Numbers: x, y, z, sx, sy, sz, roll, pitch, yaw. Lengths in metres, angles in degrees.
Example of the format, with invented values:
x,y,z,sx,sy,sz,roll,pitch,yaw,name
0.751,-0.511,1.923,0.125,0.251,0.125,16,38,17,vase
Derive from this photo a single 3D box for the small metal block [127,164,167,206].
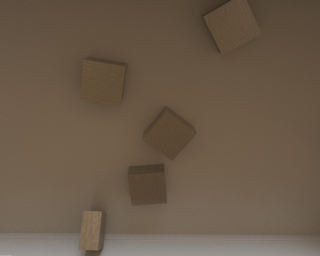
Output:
x,y,z,sx,sy,sz,roll,pitch,yaw,name
-0.017,0.081,0.441,0.050,0.025,0.050,-5,110,1,small metal block

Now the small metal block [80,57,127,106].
x,y,z,sx,sy,sz,roll,pitch,yaw,name
-0.070,-0.059,0.389,0.050,0.025,0.050,9,110,-4,small metal block

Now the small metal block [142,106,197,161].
x,y,z,sx,sy,sz,roll,pitch,yaw,name
0.012,0.007,0.414,0.050,0.025,0.050,36,106,-13,small metal block

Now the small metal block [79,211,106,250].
x,y,z,sx,sy,sz,roll,pitch,yaw,name
-0.094,0.145,0.440,0.025,0.050,0.050,3,72,-1,small metal block

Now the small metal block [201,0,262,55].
x,y,z,sx,sy,sz,roll,pitch,yaw,name
0.084,-0.122,0.367,0.050,0.025,0.050,-28,108,10,small metal block
